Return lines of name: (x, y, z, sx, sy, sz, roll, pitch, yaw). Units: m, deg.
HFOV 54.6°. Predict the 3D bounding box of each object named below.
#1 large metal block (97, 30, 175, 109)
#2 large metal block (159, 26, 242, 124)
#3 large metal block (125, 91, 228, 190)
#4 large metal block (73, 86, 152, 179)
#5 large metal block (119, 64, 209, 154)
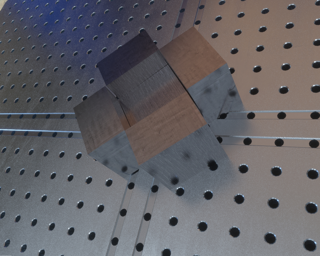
large metal block: (-0.027, -0.074, 0.434, 0.080, 0.080, 0.050, -34, 51, 6)
large metal block: (0.051, -0.064, 0.386, 0.050, 0.080, 0.080, -33, 52, 6)
large metal block: (0.020, 0.018, 0.353, 0.080, 0.080, 0.050, -32, 52, 7)
large metal block: (-0.058, 0.007, 0.400, 0.050, 0.080, 0.080, -34, 52, 6)
large metal block: (0.003, -0.022, 0.403, 0.080, 0.050, 0.080, -34, 50, 8)
